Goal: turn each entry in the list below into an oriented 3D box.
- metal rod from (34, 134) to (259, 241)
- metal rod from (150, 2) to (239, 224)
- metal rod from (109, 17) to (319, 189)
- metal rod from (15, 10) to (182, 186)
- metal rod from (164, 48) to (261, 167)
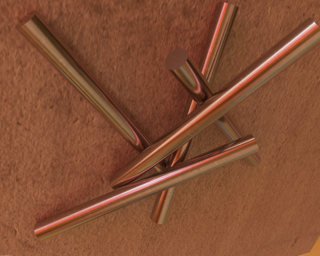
[{"bbox_3d":[-0.019,0.077,0.398,0.301,0.025,0.025,-23,129,3],"label":"metal rod"},{"bbox_3d":[0.039,-0.007,0.404,0.025,0.025,0.298,7,108,-32],"label":"metal rod"},{"bbox_3d":[0.041,-0.007,0.349,0.025,0.025,0.299,24,129,-37],"label":"metal rod"},{"bbox_3d":[-0.048,-0.009,0.375,0.025,0.025,0.300,-40,130,-1],"label":"metal rod"},{"bbox_3d":[0.088,-0.006,0.416,0.025,0.025,0.300,-46,141,4],"label":"metal rod"}]
